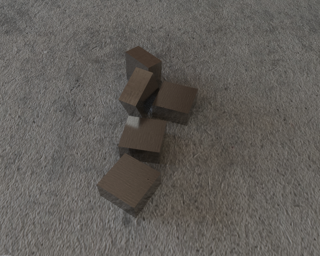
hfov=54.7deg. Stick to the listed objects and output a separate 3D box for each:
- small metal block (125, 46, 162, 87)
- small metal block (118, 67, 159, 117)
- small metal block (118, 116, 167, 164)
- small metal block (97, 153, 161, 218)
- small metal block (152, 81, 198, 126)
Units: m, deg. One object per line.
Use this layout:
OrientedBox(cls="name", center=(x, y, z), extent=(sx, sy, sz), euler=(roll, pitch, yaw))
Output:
OrientedBox(cls="small metal block", center=(-0.025, -0.085, 0.457), extent=(0.025, 0.050, 0.050), euler=(-34, 58, -29))
OrientedBox(cls="small metal block", center=(-0.026, -0.045, 0.414), extent=(0.025, 0.050, 0.050), euler=(22, 75, 17))
OrientedBox(cls="small metal block", center=(-0.021, 0.014, 0.391), extent=(0.050, 0.025, 0.050), euler=(8, 50, 6))
OrientedBox(cls="small metal block", center=(-0.034, 0.064, 0.349), extent=(0.050, 0.025, 0.050), euler=(27, 55, 20))
OrientedBox(cls="small metal block", center=(0.021, -0.035, 0.432), extent=(0.050, 0.025, 0.050), euler=(15, 52, 12))
